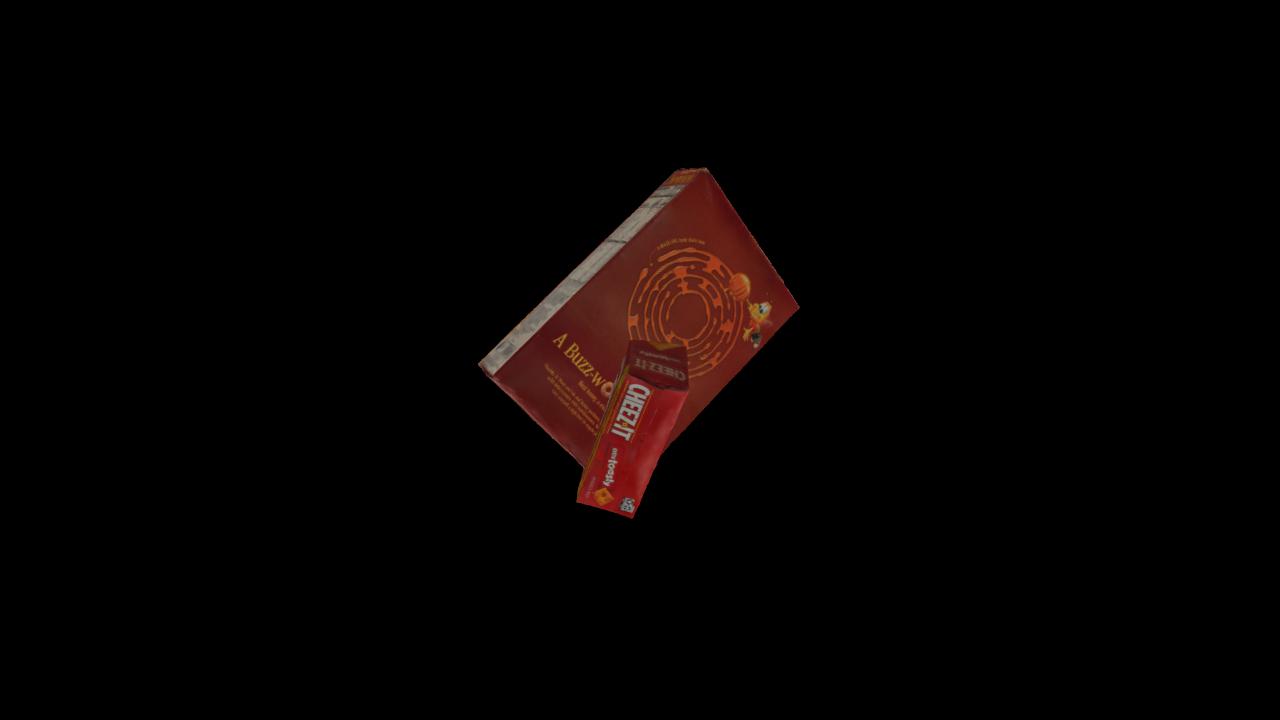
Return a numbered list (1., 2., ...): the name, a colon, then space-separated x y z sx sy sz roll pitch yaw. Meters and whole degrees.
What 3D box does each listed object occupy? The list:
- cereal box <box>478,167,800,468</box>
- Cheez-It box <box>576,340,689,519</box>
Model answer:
1. cereal box: 0.010 -0.030 0.666 0.203 0.306 0.081 48 -11 -27
2. Cheez-It box: -0.005 0.039 0.687 0.071 0.166 0.223 17 27 -6
